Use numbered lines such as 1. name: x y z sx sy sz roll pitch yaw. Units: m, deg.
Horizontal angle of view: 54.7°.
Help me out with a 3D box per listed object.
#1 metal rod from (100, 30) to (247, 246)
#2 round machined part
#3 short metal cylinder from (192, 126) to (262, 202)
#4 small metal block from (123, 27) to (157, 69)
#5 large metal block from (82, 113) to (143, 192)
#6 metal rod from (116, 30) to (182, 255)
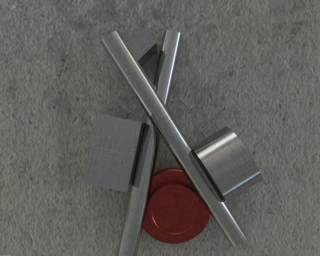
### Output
1. metal rod: 0.022 0.020 0.377 0.025 0.025 0.299 -33 99 0
2. round machined part: 0.018 0.103 0.404 0.099 0.042 0.097 0 90 -1
3. short metal cylinder: 0.081 0.045 0.385 0.050 0.080 0.080 -32 90 0
4. small metal block: -0.030 -0.096 0.398 0.050 0.050 0.025 -45 91 0
5. large metal block: -0.053 0.027 0.383 0.050 0.080 0.080 12 90 0
6. metal rod: -0.013 0.020 0.396 0.025 0.025 0.298 12 84 -1
